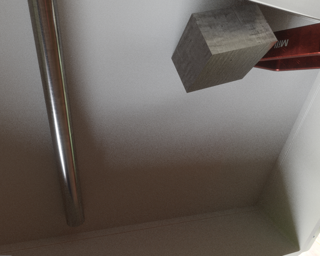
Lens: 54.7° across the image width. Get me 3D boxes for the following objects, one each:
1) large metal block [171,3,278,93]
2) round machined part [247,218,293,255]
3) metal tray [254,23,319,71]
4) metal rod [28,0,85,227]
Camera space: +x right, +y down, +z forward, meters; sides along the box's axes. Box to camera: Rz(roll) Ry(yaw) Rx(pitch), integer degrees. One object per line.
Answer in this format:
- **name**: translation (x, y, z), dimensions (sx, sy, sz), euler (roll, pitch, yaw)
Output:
- **large metal block**: translation (0.068, -0.088, 0.352), dimensions (0.081, 0.050, 0.080), euler (-16, 164, -20)
- **round machined part**: translation (0.221, 0.223, 0.643), dimensions (0.098, 0.042, 0.098), euler (-31, 166, -8)
- **metal tray**: translation (0.165, -0.092, 0.375), dimensions (0.091, 0.130, 0.030), euler (3, 95, -30)
- **metal rod**: translation (-0.110, -0.001, 0.348), dimensions (0.025, 0.025, 0.298), euler (-12, 124, -22)
